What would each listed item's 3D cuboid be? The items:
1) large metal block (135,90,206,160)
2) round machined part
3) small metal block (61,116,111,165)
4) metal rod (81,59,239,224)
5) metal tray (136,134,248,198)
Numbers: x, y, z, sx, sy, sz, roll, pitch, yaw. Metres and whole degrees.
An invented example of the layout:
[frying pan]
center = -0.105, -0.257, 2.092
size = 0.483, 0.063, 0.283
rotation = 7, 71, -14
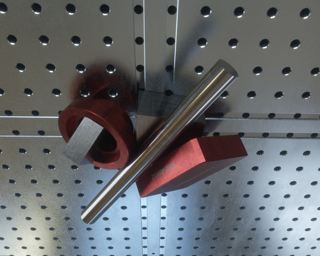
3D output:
[large metal block]
center = 0.007, 0.003, 0.398
size = 0.081, 0.050, 0.079
rotation = 7, 130, -6
[round machined part]
center = -0.072, 0.003, 0.384
size = 0.098, 0.042, 0.097
rotation = 17, 136, 18
[small metal block]
center = -0.085, 0.016, 0.371
size = 0.025, 0.050, 0.050
rotation = 33, 88, 6
[metal rod]
center = -0.019, 0.036, 0.376
size = 0.025, 0.025, 0.298
rotation = 28, 125, -22
[metal tray]
center = 0.038, 0.052, 0.409
size = 0.091, 0.030, 0.129
rotation = -2, 154, -41
